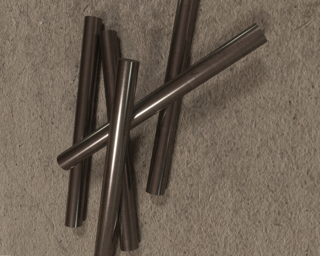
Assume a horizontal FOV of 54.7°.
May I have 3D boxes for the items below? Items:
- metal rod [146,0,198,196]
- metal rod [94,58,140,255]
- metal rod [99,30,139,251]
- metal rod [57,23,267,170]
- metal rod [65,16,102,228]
[{"bbox_3d":[0.018,-0.061,0.401,0.025,0.025,0.298,11,93,19],"label":"metal rod"},{"bbox_3d":[-0.059,0.064,0.392,0.025,0.025,0.298,16,109,19],"label":"metal rod"},{"bbox_3d":[-0.057,0.015,0.427,0.025,0.025,0.298,-7,88,19],"label":"metal rod"},{"bbox_3d":[-0.010,-0.029,0.384,0.300,0.025,0.025,-32,80,16],"label":"metal rod"},{"bbox_3d":[-0.110,-0.007,0.446,0.025,0.025,0.298,7,92,19],"label":"metal rod"}]
